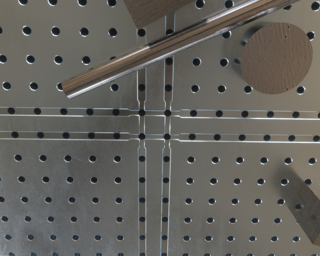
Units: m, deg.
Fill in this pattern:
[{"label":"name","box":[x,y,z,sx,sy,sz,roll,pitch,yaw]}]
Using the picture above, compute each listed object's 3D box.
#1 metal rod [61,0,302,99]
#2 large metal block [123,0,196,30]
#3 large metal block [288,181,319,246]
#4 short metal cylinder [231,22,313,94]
[{"label":"metal rod","box":[0.021,-0.104,0.375,0.301,0.025,0.025,-22,109,7]},{"label":"large metal block","box":[-0.006,-0.164,0.339,0.080,0.050,0.080,-25,109,8]},{"label":"large metal block","box":[0.243,0.126,0.434,0.080,0.080,0.050,17,109,-7]},{"label":"short metal cylinder","box":[0.131,-0.085,0.371,0.081,0.050,0.079,0,110,-1]}]
